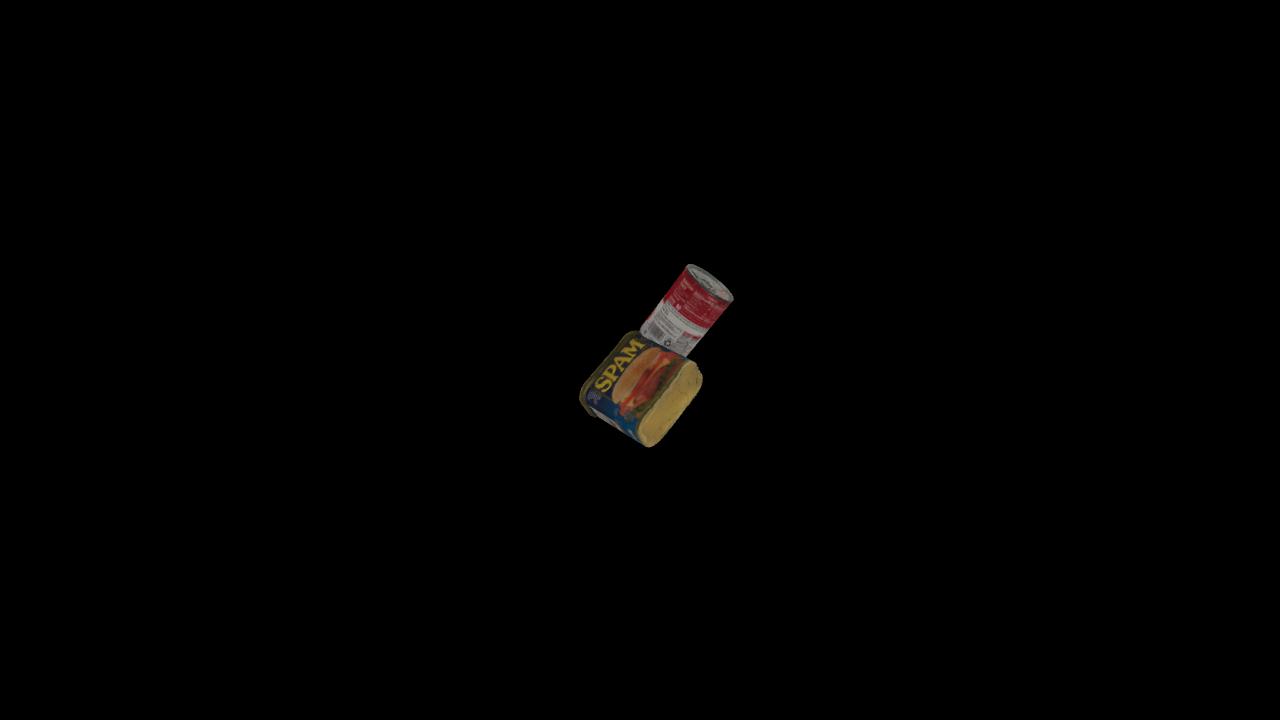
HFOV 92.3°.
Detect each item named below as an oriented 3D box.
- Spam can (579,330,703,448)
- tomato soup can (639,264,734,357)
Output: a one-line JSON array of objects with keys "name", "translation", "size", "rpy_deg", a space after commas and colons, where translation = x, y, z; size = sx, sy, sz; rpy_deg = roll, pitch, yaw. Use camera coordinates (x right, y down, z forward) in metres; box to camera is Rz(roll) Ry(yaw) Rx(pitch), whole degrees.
[{"name": "Spam can", "translation": [0.002, 0.030, 0.640], "size": [0.085, 0.101, 0.058], "rpy_deg": [28, -19, 36]}, {"name": "tomato soup can", "translation": [0.053, -0.052, 0.723], "size": [0.068, 0.101, 0.068], "rpy_deg": [31, 24, -15]}]
